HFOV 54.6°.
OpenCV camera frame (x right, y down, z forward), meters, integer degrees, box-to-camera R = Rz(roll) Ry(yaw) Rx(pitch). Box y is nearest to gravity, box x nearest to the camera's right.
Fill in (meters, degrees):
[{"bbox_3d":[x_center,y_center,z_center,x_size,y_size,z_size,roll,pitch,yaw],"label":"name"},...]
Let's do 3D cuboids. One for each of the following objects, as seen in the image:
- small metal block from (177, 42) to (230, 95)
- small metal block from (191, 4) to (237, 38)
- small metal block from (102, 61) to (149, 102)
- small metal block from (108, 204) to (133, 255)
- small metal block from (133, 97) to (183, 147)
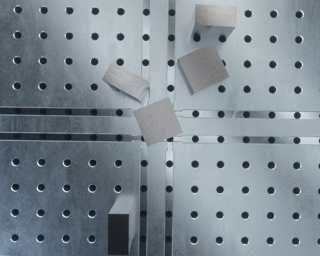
[{"bbox_3d":[0.057,-0.078,0.414,0.050,0.025,0.050,-25,90,0],"label":"small metal block"},{"bbox_3d":[0.068,-0.137,0.401,0.050,0.050,0.025,3,90,0],"label":"small metal block"},{"bbox_3d":[-0.042,-0.058,0.401,0.050,0.050,0.025,28,90,0],"label":"small metal block"},{"bbox_3d":[-0.050,0.129,0.401,0.025,0.050,0.050,0,90,0],"label":"small metal block"},{"bbox_3d":[-0.003,-0.008,0.413,0.050,0.025,0.050,-22,90,0],"label":"small metal block"}]
